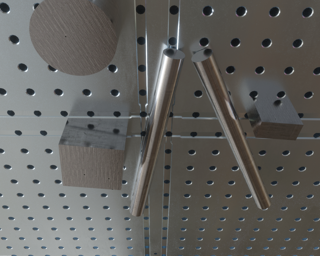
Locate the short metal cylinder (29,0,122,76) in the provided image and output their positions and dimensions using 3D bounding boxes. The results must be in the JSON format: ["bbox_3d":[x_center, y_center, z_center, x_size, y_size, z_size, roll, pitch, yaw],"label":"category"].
[{"bbox_3d":[-0.081,-0.100,0.309,0.081,0.050,0.079,0,130,0],"label":"short metal cylinder"}]

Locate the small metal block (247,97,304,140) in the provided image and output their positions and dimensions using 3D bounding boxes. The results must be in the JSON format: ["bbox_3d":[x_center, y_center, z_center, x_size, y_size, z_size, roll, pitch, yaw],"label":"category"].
[{"bbox_3d":[0.141,-0.012,0.386,0.050,0.050,0.025,4,130,-4],"label":"small metal block"}]

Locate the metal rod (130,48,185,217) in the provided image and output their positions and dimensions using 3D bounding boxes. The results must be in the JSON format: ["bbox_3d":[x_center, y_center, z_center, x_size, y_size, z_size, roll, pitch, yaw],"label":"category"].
[{"bbox_3d":[-0.012,0.030,0.436,0.025,0.025,0.298,8,130,-7],"label":"metal rod"}]

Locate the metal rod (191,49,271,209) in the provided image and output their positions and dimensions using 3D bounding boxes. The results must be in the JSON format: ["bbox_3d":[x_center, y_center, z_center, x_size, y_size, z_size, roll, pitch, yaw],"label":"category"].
[{"bbox_3d":[0.110,0.022,0.431,0.025,0.025,0.299,-20,128,16],"label":"metal rod"}]

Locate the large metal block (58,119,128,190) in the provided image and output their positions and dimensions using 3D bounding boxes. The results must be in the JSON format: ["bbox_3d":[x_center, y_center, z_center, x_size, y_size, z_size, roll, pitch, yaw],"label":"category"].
[{"bbox_3d":[-0.089,0.038,0.427,0.081,0.050,0.079,6,130,-5],"label":"large metal block"}]
